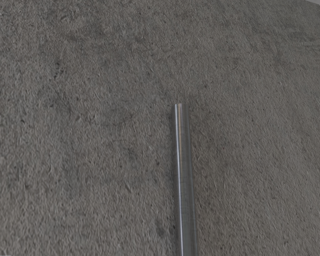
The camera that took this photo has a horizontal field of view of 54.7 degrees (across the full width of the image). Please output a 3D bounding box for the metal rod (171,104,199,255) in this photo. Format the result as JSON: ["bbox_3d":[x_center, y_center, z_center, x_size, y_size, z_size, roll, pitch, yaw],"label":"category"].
[{"bbox_3d":[0.029,0.101,0.357,0.025,0.025,0.299,13,56,-21],"label":"metal rod"}]
